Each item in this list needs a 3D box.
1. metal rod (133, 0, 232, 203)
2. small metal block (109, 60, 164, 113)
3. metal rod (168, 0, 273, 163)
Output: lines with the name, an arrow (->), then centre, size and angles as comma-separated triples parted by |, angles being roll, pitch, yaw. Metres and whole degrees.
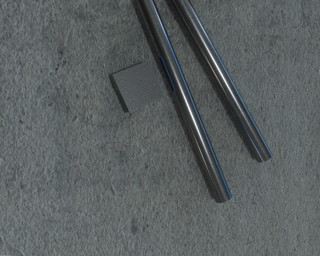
metal rod -> 0.034, -0.035, 0.421 | 0.025, 0.025, 0.299 | -26, 99, -18
small metal block -> -0.031, -0.053, 0.398 | 0.050, 0.025, 0.050 | -26, 99, -18
metal rod -> 0.081, -0.080, 0.439 | 0.025, 0.025, 0.299 | -35, 101, -17
